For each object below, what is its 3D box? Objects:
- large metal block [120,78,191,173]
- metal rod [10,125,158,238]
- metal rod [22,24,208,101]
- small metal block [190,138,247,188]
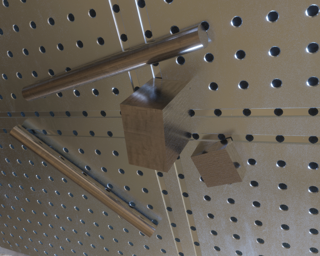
[{"bbox_3d":[-0.001,-0.007,0.372,0.050,0.080,0.079,9,123,23],"label":"large metal block"},{"bbox_3d":[-0.134,0.090,0.537,0.301,0.025,0.025,35,129,4],"label":"metal rod"},{"bbox_3d":[-0.080,-0.075,0.406,0.300,0.025,0.025,-10,114,32],"label":"metal rod"},{"bbox_3d":[0.076,0.046,0.400,0.050,0.025,0.050,-19,109,35],"label":"small metal block"}]
